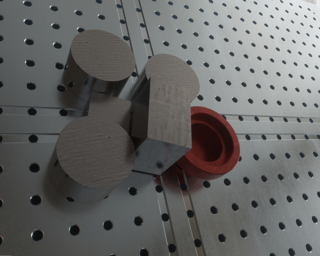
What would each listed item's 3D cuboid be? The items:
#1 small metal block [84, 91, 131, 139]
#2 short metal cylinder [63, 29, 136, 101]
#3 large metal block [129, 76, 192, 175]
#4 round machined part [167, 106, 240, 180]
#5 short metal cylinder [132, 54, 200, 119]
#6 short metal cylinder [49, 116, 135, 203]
[{"bbox_3d":[-0.065,-0.012,0.380,0.050,0.025,0.050,14,56,-21],"label":"small metal block"},{"bbox_3d":[-0.078,-0.078,0.397,0.081,0.050,0.080,14,56,-21],"label":"short metal cylinder"},{"bbox_3d":[-0.005,0.000,0.366,0.050,0.080,0.080,15,56,-20],"label":"large metal block"},{"bbox_3d":[0.053,0.023,0.411,0.099,0.042,0.098,14,56,-21],"label":"round machined part"},{"bbox_3d":[0.008,-0.055,0.429,0.081,0.050,0.080,14,56,-21],"label":"short metal cylinder"},{"bbox_3d":[-0.073,0.034,0.332,0.081,0.050,0.080,14,56,-21],"label":"short metal cylinder"}]
